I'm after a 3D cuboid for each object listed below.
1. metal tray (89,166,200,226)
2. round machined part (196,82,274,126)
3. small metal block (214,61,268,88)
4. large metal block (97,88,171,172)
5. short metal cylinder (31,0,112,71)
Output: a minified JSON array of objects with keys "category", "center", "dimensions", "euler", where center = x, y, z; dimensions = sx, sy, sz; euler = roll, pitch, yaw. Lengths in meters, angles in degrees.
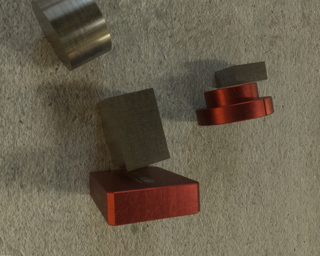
[{"category":"metal tray","center":[-0.024,0.069,0.345],"dimensions":[0.091,0.130,0.030],"euler":[-2,91,-20]},{"category":"round machined part","center":[0.095,-0.033,0.406],"dimensions":[0.099,0.098,0.042],"euler":[-12,95,-20]},{"category":"small metal block","center":[0.113,-0.074,0.438],"dimensions":[0.050,0.050,0.025],"euler":[-12,94,-20]},{"category":"large metal block","center":[-0.035,0.001,0.367],"dimensions":[0.050,0.080,0.080],"euler":[-16,96,-19]},{"category":"short metal cylinder","center":[-0.097,-0.111,0.344],"dimensions":[0.050,0.080,0.080],"euler":[-33,101,-17]}]
